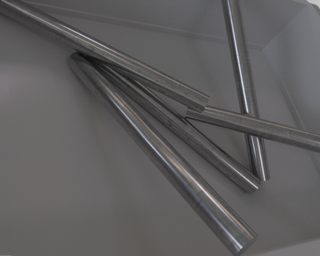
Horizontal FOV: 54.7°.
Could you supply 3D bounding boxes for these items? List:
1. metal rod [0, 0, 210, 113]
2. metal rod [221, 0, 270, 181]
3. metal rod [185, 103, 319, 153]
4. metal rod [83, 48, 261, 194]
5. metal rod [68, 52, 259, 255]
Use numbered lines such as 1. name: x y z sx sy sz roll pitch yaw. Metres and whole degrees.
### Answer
1. metal rod: -0.077 -0.097 0.391 0.301 0.025 0.025 26 52 -2
2. metal rod: 0.119 -0.074 0.439 0.025 0.025 0.298 -10 91 -33
3. metal rod: 0.182 0.013 0.410 0.301 0.025 0.025 15 53 4
4. metal rod: 0.014 -0.014 0.421 0.300 0.025 0.025 39 51 -2
5. metal rod: -0.020 0.002 0.321 0.025 0.025 0.300 -17 48 -35
